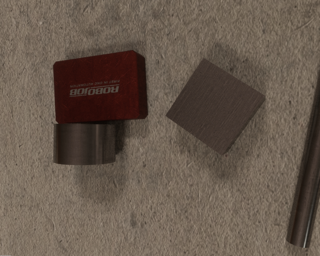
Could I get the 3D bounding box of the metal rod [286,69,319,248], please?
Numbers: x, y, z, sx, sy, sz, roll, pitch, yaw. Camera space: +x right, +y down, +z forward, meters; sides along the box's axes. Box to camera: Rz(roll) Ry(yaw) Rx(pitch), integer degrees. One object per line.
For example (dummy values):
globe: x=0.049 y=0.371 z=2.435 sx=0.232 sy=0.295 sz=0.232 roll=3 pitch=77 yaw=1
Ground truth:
metal rod: x=0.182 y=-0.016 z=0.344 sx=0.025 sy=0.025 sz=0.298 roll=11 pitch=94 yaw=19

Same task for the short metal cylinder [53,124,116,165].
short metal cylinder: x=-0.100 y=0.020 z=0.414 sx=0.080 sy=0.080 sz=0.050 roll=1 pitch=91 yaw=19

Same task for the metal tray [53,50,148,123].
metal tray: x=-0.085 y=-0.054 z=0.435 sx=0.130 sy=0.030 sz=0.089 roll=-3 pitch=89 yaw=19

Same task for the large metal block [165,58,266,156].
large metal block: x=0.068 y=-0.025 z=0.372 sx=0.080 sy=0.050 sz=0.080 roll=36 pitch=101 yaw=16
